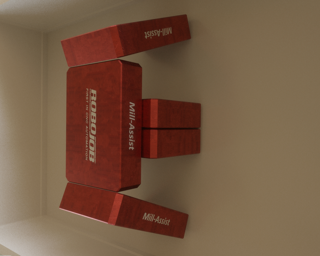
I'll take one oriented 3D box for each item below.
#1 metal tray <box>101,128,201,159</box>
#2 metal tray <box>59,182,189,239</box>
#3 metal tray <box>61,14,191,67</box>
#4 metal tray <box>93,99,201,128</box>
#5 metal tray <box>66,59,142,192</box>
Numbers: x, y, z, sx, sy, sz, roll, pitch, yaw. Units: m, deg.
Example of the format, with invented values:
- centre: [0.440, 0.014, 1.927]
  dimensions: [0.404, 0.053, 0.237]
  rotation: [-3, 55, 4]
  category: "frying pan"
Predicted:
- centre: [-0.027, 0.015, 0.386]
  dimensions: [0.130, 0.091, 0.030]
  rotation: [1, 91, 40]
  category: "metal tray"
- centre: [-0.038, 0.099, 0.366]
  dimensions: [0.090, 0.130, 0.030]
  rotation: [1, 69, 39]
  category: "metal tray"
- centre: [-0.036, -0.104, 0.365]
  dimensions: [0.090, 0.131, 0.030]
  rotation: [1, 111, 40]
  category: "metal tray"
- centre: [-0.027, -0.016, 0.385]
  dimensions: [0.130, 0.091, 0.030]
  rotation: [1, 91, 40]
  category: "metal tray"
- centre: [-0.063, -0.003, 0.336]
  dimensions: [0.090, 0.030, 0.129]
  rotation: [1, 91, 39]
  category: "metal tray"
